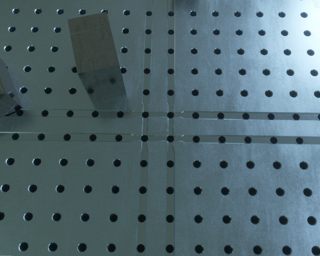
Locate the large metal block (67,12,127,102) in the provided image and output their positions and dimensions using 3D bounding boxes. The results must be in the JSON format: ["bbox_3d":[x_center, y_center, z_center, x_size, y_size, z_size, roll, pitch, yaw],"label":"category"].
[{"bbox_3d":[-0.082,-0.092,0.416,0.050,0.080,0.080,-13,71,-5],"label":"large metal block"}]

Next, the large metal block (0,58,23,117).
[{"bbox_3d":[-0.247,-0.053,0.417,0.080,0.050,0.080,-25,72,-9],"label":"large metal block"}]
